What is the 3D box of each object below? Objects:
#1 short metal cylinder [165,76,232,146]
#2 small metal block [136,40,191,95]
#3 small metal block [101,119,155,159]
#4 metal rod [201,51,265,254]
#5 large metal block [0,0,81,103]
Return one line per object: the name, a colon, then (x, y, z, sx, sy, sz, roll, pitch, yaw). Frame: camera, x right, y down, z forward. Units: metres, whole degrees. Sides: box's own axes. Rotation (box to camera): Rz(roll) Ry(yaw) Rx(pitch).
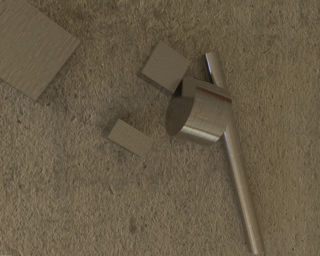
short metal cylinder: (0.047, -0.021, 0.398, 0.050, 0.080, 0.080, 18, 84, -20)
small metal block: (0.005, -0.079, 0.412, 0.050, 0.025, 0.050, 31, 80, -18)
small metal block: (-0.041, 0.012, 0.381, 0.050, 0.050, 0.025, 32, 80, -18)
metal rod: (0.108, 0.039, 0.450, 0.025, 0.025, 0.298, -17, 96, -20)
large metal block: (-0.148, -0.084, 0.341, 0.080, 0.050, 0.080, 36, 78, -17)
